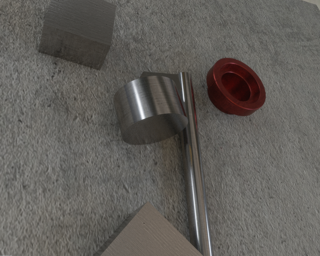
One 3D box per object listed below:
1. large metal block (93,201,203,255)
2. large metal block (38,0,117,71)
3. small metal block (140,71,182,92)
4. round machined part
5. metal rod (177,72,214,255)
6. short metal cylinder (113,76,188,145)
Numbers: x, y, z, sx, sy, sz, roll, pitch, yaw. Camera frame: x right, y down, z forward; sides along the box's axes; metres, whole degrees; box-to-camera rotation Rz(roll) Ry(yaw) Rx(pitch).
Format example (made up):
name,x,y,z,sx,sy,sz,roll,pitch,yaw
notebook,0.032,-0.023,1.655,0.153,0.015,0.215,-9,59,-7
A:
name,x,y,z,sx,sy,sz,roll,pitch,yaw
large metal block,-0.017,0.133,0.299,0.080,0.050,0.080,45,51,2
large metal block,-0.108,-0.134,0.412,0.081,0.050,0.080,14,56,-21
small metal block,-0.006,-0.049,0.416,0.050,0.050,0.025,-1,62,-29
round machined part,0.116,-0.060,0.494,0.099,0.042,0.098,14,56,-21
metal rod,0.043,0.052,0.396,0.025,0.025,0.299,11,57,-23
short metal cylinder,-0.012,-0.019,0.375,0.081,0.080,0.050,-2,63,-30
